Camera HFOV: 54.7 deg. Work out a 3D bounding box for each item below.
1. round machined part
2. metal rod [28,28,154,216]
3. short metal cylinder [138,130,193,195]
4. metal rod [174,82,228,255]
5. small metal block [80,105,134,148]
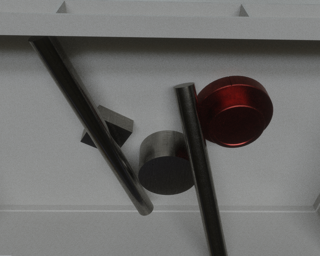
[{"bbox_3d":[0.092,-0.013,0.388,0.099,0.042,0.097,-1,130,0],"label":"round machined part"},{"bbox_3d":[-0.068,0.018,0.390,0.025,0.025,0.299,-14,129,11],"label":"metal rod"},{"bbox_3d":[0.011,0.049,0.435,0.081,0.050,0.079,0,130,0],"label":"short metal cylinder"},{"bbox_3d":[0.061,0.089,0.403,0.025,0.025,0.298,-11,106,8],"label":"metal rod"},{"bbox_3d":[-0.070,0.004,0.411,0.050,0.025,0.050,25,126,-21],"label":"small metal block"}]
